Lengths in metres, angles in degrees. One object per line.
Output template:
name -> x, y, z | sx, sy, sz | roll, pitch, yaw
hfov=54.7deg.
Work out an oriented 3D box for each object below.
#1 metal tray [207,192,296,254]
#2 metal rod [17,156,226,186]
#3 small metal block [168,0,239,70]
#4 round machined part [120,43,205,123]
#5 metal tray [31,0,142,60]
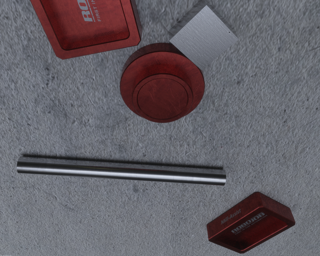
metal tray -> 0.159, 0.174, 0.554 | 0.090, 0.030, 0.129 | 29, 124, -23
metal rod -> -0.053, 0.065, 0.461 | 0.302, 0.025, 0.025 | 4, 130, -5
small metal block -> 0.045, -0.098, 0.325 | 0.050, 0.025, 0.050 | 36, 121, -27
round machined part -> 0.003, -0.044, 0.359 | 0.099, 0.042, 0.097 | -1, 130, 0
metal tray -> -0.075, -0.134, 0.288 | 0.090, 0.030, 0.129 | -9, 130, 7
